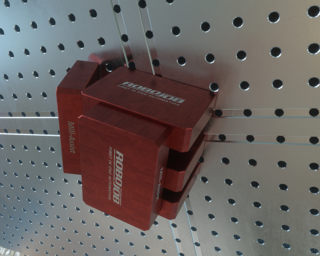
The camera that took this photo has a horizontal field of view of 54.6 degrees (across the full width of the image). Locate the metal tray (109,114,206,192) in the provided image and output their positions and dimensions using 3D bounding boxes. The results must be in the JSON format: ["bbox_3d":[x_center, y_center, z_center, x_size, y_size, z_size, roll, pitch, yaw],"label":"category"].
[{"bbox_3d":[-0.018,0.022,0.391,0.130,0.090,0.030,18,124,16],"label":"metal tray"}]

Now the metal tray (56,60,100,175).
[{"bbox_3d":[-0.104,-0.013,0.413,0.030,0.090,0.129,7,124,-1],"label":"metal tray"}]

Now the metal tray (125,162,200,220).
[{"bbox_3d":[-0.022,0.059,0.418,0.130,0.090,0.030,19,126,16],"label":"metal tray"}]

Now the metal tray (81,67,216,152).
[{"bbox_3d":[-0.012,-0.027,0.358,0.130,0.090,0.030,19,126,17],"label":"metal tray"}]

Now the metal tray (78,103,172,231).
[{"bbox_3d":[-0.041,0.046,0.341,0.090,0.030,0.129,19,126,17],"label":"metal tray"}]
